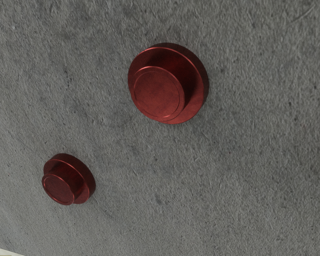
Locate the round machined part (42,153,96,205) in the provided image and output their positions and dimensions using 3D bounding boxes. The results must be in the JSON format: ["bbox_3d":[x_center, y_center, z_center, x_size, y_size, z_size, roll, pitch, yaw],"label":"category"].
[{"bbox_3d":[-0.166,0.096,0.543,0.098,0.042,0.097,13,124,21],"label":"round machined part"}]

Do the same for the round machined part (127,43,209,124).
[{"bbox_3d":[0.004,-0.047,0.365,0.098,0.042,0.097,13,124,21],"label":"round machined part"}]
